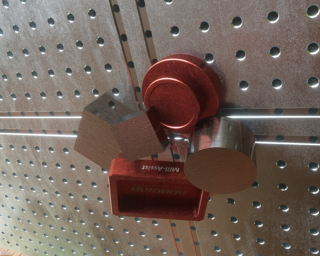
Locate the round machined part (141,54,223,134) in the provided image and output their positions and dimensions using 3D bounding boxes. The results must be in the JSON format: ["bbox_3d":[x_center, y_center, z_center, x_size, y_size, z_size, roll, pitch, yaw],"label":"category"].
[{"bbox_3d":[0.021,-0.034,0.368,0.098,0.042,0.097,13,124,21],"label":"round machined part"}]

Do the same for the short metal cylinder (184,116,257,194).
[{"bbox_3d":[0.071,0.033,0.363,0.080,0.050,0.079,7,133,8],"label":"short metal cylinder"}]

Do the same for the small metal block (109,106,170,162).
[{"bbox_3d":[-0.024,0.008,0.368,0.050,0.025,0.050,-18,106,23],"label":"small metal block"}]

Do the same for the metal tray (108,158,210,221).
[{"bbox_3d":[-0.001,0.086,0.425,0.131,0.030,0.089,4,130,0],"label":"metal tray"}]

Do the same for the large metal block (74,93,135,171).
[{"bbox_3d":[-0.067,0.011,0.437,0.080,0.050,0.079,31,128,8],"label":"large metal block"}]
